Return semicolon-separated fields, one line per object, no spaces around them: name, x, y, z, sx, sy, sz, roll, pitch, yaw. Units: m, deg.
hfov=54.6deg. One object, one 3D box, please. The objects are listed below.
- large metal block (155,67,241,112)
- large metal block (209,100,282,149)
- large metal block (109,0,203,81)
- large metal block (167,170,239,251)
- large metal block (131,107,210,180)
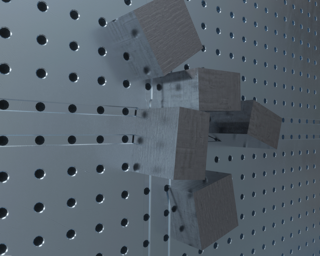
large metal block;0.050;-0.047;0.414;0.081;0.080;0.050;-2;92;-40
large metal block;0.128;-0.004;0.479;0.080;0.080;0.050;23;76;-38
large metal block;-0.002;-0.116;0.390;0.080;0.050;0.080;-41;115;-32
large metal block;0.063;0.113;0.445;0.081;0.050;0.080;-16;100;-39
large metal block;0.012;0.019;0.382;0.050;0.080;0.080;8;85;-40
